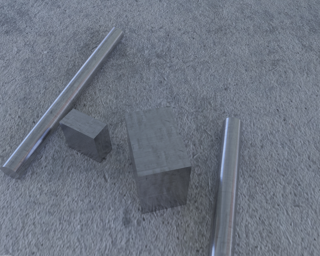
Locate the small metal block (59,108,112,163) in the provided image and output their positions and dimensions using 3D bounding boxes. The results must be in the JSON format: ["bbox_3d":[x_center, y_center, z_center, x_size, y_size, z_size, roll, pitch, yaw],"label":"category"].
[{"bbox_3d":[-0.089,0.010,0.378,0.050,0.050,0.025,24,54,18],"label":"small metal block"}]

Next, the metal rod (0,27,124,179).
[{"bbox_3d":[-0.124,-0.056,0.449,0.025,0.025,0.301,15,51,12],"label":"metal rod"}]

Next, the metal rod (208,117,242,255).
[{"bbox_3d":[0.064,0.106,0.314,0.025,0.025,0.300,10,51,8],"label":"metal rod"}]

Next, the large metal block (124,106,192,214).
[{"bbox_3d":[-0.004,0.035,0.338,0.050,0.080,0.080,-10,51,-8],"label":"large metal block"}]
